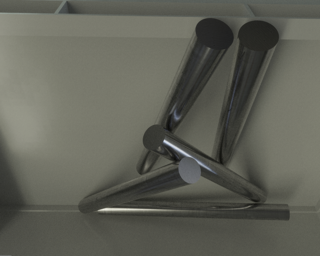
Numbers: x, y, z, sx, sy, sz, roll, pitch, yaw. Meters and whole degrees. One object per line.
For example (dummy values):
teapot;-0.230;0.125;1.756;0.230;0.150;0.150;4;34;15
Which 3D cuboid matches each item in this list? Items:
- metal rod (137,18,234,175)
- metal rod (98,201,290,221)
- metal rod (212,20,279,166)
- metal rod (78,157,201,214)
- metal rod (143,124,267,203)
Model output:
metal rod;0.006;0.000;0.328;0.025;0.025;0.299;9;155;-8
metal rod;0.049;0.132;0.501;0.301;0.025;0.025;-1;131;8
metal rod;0.074;0.003;0.331;0.025;0.025;0.299;-4;156;3
metal rod;-0.049;0.085;0.403;0.025;0.025;0.299;27;149;-21
metal rod;0.079;0.061;0.396;0.025;0.025;0.301;-30;144;23
